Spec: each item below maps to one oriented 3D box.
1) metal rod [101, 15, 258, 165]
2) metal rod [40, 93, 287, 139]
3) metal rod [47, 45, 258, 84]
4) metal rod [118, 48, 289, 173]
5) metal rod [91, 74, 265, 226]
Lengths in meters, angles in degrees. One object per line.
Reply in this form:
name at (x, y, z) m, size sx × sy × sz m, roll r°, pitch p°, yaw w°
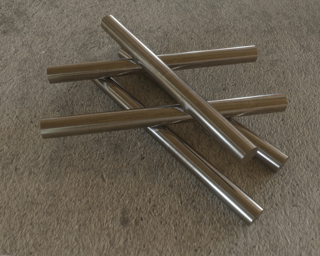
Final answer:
metal rod at (0.006, -0.066, 0.396) m, size 0.025 × 0.025 × 0.300 m, roll -28°, pitch 56°, yaw -22°
metal rod at (0.010, -0.016, 0.387) m, size 0.302 × 0.025 × 0.025 m, roll -7°, pitch 51°, yaw -6°
metal rod at (-0.006, -0.093, 0.451) m, size 0.302 × 0.025 × 0.025 m, roll -7°, pitch 51°, yaw -7°
metal rod at (0.044, -0.041, 0.439) m, size 0.025 × 0.025 × 0.300 m, roll -35°, pitch 59°, yaw -26°
metal rod at (0.003, 0.007, 0.398) m, size 0.025 × 0.025 × 0.300 m, roll -34°, pitch 58°, yaw -25°
